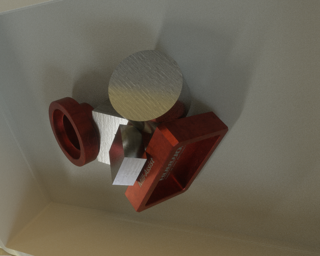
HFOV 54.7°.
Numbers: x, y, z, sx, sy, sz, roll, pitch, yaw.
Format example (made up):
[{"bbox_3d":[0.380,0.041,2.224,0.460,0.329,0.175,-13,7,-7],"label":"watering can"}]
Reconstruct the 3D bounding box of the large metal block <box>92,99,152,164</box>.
[{"bbox_3d":[-0.039,0.009,0.415,0.080,0.050,0.079,14,124,20],"label":"large metal block"}]

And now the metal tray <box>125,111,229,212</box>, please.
[{"bbox_3d":[0.018,0.043,0.379,0.030,0.091,0.129,50,134,28],"label":"metal tray"}]

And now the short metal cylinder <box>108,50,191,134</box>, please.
[{"bbox_3d":[-0.010,-0.038,0.343,0.080,0.080,0.050,15,169,19],"label":"short metal cylinder"}]

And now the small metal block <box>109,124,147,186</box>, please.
[{"bbox_3d":[-0.039,0.032,0.363,0.025,0.050,0.050,8,132,-23],"label":"small metal block"}]

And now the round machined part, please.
[{"bbox_3d":[-0.114,0.002,0.440,0.098,0.042,0.097,30,133,39],"label":"round machined part"}]
